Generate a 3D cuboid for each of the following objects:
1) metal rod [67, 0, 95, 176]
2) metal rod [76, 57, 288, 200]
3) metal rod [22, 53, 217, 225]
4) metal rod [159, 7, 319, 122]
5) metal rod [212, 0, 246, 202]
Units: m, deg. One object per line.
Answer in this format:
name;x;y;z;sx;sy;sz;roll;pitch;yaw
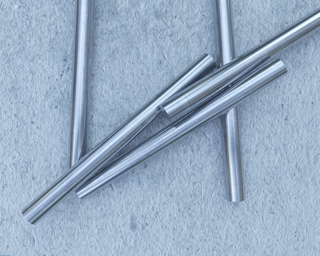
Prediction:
metal rod;-0.102;-0.087;0.408;0.025;0.025;0.298;3;90;0
metal rod;0.021;0.004;0.393;0.300;0.025;0.025;-32;90;6
metal rod;-0.046;0.009;0.393;0.301;0.025;0.025;-41;90;-7
metal rod;0.133;-0.096;0.391;0.301;0.025;0.025;-32;90;-8
metal rod;0.090;-0.054;0.410;0.025;0.025;0.298;-4;90;0
